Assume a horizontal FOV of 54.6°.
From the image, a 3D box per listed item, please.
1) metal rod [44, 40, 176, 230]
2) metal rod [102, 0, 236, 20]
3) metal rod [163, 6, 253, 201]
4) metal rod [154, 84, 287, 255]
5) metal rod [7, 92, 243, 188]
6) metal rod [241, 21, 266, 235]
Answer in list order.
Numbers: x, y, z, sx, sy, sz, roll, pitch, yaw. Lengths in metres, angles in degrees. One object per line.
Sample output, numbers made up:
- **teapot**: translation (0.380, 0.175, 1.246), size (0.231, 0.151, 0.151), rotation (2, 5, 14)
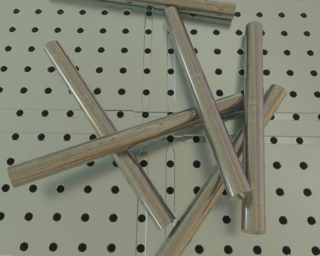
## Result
- **metal rod**: translation (-0.075, -0.002, 0.412), size (0.025, 0.025, 0.299), rotation (-32, 73, -11)
- **metal rod**: translation (-0.034, -0.206, 0.486), size (0.301, 0.025, 0.025), rotation (10, 70, 3)
- **metal rod**: translation (0.050, -0.053, 0.400), size (0.025, 0.025, 0.299), rotation (-13, 59, -5)
- **metal rod**: translation (0.076, 0.062, 0.389), size (0.025, 0.025, 0.300), rotation (35, 73, 12)
- **metal rod**: translation (-0.027, 0.009, 0.385), size (0.302, 0.025, 0.025), rotation (-18, 71, -16)
- **metal rod**: translation (0.119, -0.021, 0.395), size (0.025, 0.025, 0.300), rotation (8, 61, 3)
